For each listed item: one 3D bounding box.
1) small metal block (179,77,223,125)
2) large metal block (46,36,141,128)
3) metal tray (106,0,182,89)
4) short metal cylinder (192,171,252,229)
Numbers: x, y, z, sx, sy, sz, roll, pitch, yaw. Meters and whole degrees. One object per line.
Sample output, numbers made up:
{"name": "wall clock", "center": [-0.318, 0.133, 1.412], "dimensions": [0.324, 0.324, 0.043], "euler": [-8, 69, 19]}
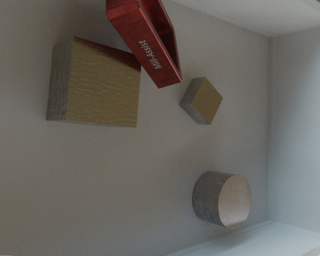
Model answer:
{"name": "small metal block", "center": [0.062, -0.040, 0.461], "dimensions": [0.050, 0.025, 0.050], "euler": [42, 64, -32]}
{"name": "large metal block", "center": [-0.070, -0.044, 0.333], "dimensions": [0.081, 0.050, 0.080], "euler": [7, 86, -40]}
{"name": "metal tray", "center": [-0.014, -0.114, 0.337], "dimensions": [0.130, 0.030, 0.090], "euler": [48, 31, -58]}
{"name": "short metal cylinder", "center": [0.095, 0.108, 0.473], "dimensions": [0.081, 0.050, 0.079], "euler": [0, 90, -40]}
